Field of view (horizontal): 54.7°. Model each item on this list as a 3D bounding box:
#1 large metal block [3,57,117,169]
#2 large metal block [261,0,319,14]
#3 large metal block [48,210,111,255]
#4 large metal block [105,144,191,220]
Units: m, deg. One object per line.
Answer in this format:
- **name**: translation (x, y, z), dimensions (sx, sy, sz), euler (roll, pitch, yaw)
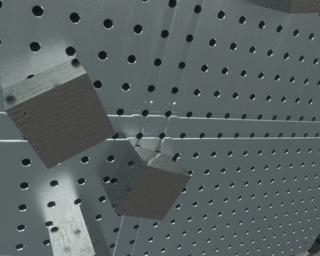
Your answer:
- **large metal block**: translation (-0.104, -0.016, 0.329), dimensions (0.080, 0.050, 0.080), euler (-28, 128, -11)
- **large metal block**: translation (0.181, -0.187, 0.380), dimensions (0.081, 0.050, 0.079), euler (-10, 123, -24)
- **large metal block**: translation (-0.104, 0.176, 0.429), dimensions (0.050, 0.080, 0.080), euler (-31, 129, -9)
- **large metal block**: translation (-0.017, 0.078, 0.436), dimensions (0.080, 0.050, 0.080), euler (20, 108, -36)
